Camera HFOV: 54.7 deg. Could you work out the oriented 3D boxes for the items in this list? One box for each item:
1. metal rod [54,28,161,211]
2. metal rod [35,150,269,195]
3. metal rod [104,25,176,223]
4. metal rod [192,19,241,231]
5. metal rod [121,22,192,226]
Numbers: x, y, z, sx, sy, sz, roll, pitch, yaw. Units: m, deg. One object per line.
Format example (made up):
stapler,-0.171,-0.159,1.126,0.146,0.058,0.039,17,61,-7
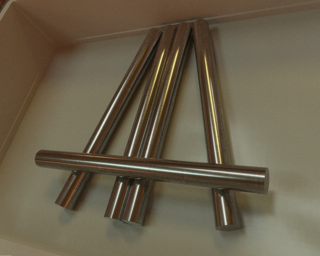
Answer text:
metal rod,-0.066,-0.025,0.454,0.025,0.025,0.300,13,68,33
metal rod,-0.032,0.046,0.360,0.300,0.025,0.025,1,63,29
metal rod,-0.018,-0.023,0.428,0.025,0.025,0.300,1,62,29
metal rod,0.064,-0.027,0.387,0.025,0.025,0.299,-15,56,20
metal rod,0.003,-0.023,0.417,0.025,0.025,0.300,1,62,29
